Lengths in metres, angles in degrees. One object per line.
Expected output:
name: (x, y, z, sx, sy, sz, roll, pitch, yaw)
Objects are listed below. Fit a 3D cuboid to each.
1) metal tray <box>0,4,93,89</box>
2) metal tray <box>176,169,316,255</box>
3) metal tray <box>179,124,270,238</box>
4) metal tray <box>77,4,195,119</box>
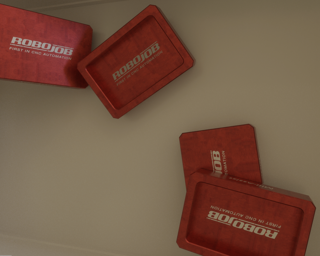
metal tray: (-0.160, -0.104, 0.415, 0.030, 0.131, 0.089, 7, 93, 56)
metal tray: (0.091, 0.104, 0.342, 0.130, 0.030, 0.089, 12, 94, 19)
metal tray: (0.079, 0.065, 0.380, 0.090, 0.030, 0.129, -9, 87, 19)
metal tray: (-0.031, -0.083, 0.405, 0.130, 0.030, 0.090, -34, 96, 16)
